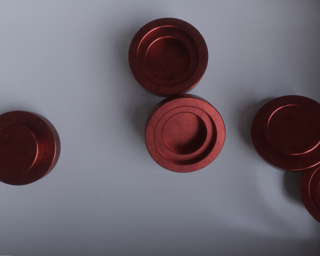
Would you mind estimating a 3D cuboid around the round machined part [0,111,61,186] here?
[{"bbox_3d":[-0.184,0.026,0.401,0.099,0.042,0.097,0,90,-1],"label":"round machined part"}]

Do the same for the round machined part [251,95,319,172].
[{"bbox_3d":[0.165,0.004,0.387,0.098,0.042,0.098,-5,73,18],"label":"round machined part"}]

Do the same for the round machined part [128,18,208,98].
[{"bbox_3d":[0.011,-0.087,0.401,0.099,0.042,0.097,0,86,0],"label":"round machined part"}]

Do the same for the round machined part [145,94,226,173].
[{"bbox_3d":[0.030,0.004,0.394,0.099,0.042,0.097,-1,107,-4],"label":"round machined part"}]

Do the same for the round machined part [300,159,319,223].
[{"bbox_3d":[0.233,0.078,0.392,0.098,0.042,0.097,-3,85,32],"label":"round machined part"}]
